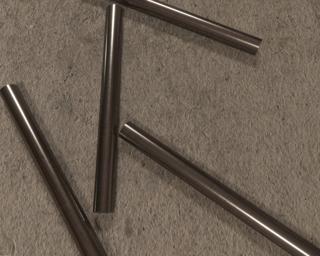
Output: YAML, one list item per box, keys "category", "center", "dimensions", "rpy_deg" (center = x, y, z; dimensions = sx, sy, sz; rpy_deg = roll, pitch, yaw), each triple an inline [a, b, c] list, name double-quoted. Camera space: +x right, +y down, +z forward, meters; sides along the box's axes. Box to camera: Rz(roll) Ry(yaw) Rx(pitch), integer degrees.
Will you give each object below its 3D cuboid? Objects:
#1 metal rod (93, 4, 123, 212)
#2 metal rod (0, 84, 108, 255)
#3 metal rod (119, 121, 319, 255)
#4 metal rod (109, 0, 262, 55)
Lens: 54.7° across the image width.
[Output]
- category: "metal rod"
  center: [-0.069, -0.040, 0.421]
  dimensions: [0.025, 0.025, 0.299]
  rpy_deg: [0, 70, -1]
- category: "metal rod"
  center: [-0.127, 0.068, 0.381]
  dimensions: [0.025, 0.025, 0.299]
  rpy_deg: [-31, 73, -11]
- category: "metal rod"
  center: [0.077, 0.083, 0.378]
  dimensions: [0.301, 0.025, 0.025]
  rpy_deg: [33, 73, 11]
- category: "metal rod"
  center: [0.007, -0.177, 0.472]
  dimensions: [0.301, 0.025, 0.025]
  rpy_deg: [23, 72, 8]
